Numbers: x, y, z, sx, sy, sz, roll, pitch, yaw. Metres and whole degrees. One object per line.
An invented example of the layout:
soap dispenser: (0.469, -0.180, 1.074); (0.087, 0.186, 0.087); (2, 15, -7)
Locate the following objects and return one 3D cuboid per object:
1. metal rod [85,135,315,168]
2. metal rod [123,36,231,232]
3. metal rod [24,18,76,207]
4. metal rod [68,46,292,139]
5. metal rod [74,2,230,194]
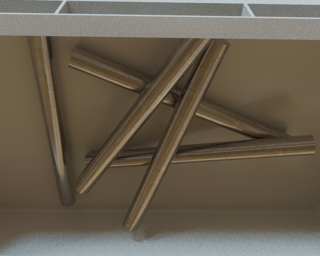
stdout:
metal rod: (0.044, 0.034, 0.417); (0.301, 0.025, 0.025); (-5, 130, 12)
metal rod: (0.008, 0.028, 0.389); (0.025, 0.025, 0.298); (16, 122, -13)
metal rod: (-0.138, 0.006, 0.412); (0.025, 0.025, 0.298); (4, 130, -3)
metal rod: (0.039, -0.029, 0.384); (0.302, 0.025, 0.025); (20, 127, -17)
metal rod: (-0.029, -0.012, 0.363); (0.025, 0.025, 0.298); (27, 125, -21)
